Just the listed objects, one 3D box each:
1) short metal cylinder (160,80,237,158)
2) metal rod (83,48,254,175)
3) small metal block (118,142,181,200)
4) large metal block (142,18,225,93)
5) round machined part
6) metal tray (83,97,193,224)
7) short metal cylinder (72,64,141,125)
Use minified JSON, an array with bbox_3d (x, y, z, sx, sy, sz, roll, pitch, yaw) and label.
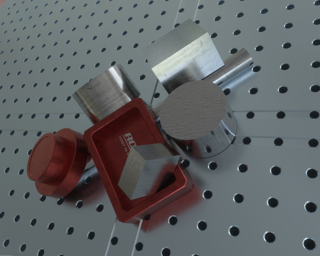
[{"bbox_3d":[0.047,-0.010,0.373,0.080,0.050,0.080,-13,56,21],"label":"short metal cylinder"},{"bbox_3d":[-0.010,-0.013,0.424,0.300,0.025,0.025,-33,52,7],"label":"metal rod"},{"bbox_3d":[-0.011,0.045,0.333,0.025,0.050,0.050,40,120,37],"label":"small metal block"},{"bbox_3d":[0.028,-0.097,0.422,0.080,0.050,0.080,-32,32,7],"label":"large metal block"},{"bbox_3d":[-0.147,0.045,0.431,0.098,0.042,0.098,-22,54,35],"label":"round machined part"},{"bbox_3d":[-0.030,0.038,0.379,0.090,0.030,0.130,-33,64,7],"label":"metal tray"},{"bbox_3d":[-0.074,-0.046,0.433,0.080,0.050,0.080,-33,8,6],"label":"short metal cylinder"}]
